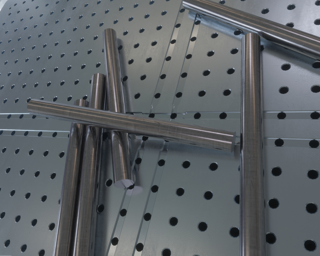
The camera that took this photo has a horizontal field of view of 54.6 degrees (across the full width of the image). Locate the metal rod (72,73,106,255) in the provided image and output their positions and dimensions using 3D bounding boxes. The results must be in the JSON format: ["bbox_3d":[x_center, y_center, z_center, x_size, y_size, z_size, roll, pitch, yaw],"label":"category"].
[{"bbox_3d":[-0.095,0.044,0.432,0.025,0.025,0.300,-15,55,20],"label":"metal rod"}]

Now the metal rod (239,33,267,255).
[{"bbox_3d":[0.103,0.012,0.347,0.025,0.025,0.300,-6,59,25],"label":"metal rod"}]

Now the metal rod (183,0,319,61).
[{"bbox_3d":[0.138,-0.135,0.419,0.025,0.025,0.300,-47,51,-5],"label":"metal rod"}]

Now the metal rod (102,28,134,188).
[{"bbox_3d":[-0.068,-0.050,0.476,0.025,0.025,0.300,-22,53,15],"label":"metal rod"}]

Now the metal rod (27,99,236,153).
[{"bbox_3d":[-0.053,-0.008,0.411,0.301,0.025,0.025,10,67,22],"label":"metal rod"}]

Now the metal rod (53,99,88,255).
[{"bbox_3d":[-0.120,0.087,0.418,0.025,0.025,0.300,-16,55,19],"label":"metal rod"}]
